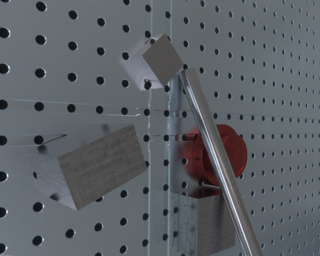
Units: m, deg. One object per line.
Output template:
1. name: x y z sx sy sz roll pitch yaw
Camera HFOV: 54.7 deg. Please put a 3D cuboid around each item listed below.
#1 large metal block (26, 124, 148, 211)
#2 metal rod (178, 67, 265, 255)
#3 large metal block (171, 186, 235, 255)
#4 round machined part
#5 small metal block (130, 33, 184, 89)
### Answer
1. large metal block: -0.074 0.033 0.311 0.081 0.080 0.050 -26 107 -37
2. metal rod: 0.088 0.059 0.430 0.025 0.025 0.299 -15 84 -39
3. large metal block: 0.063 0.132 0.446 0.081 0.050 0.080 1 90 -40
4. round machined part: 0.099 0.043 0.481 0.099 0.042 0.097 0 90 -40
5. small metal block: -0.003 -0.087 0.407 0.050 0.025 0.050 -51 120 -27
